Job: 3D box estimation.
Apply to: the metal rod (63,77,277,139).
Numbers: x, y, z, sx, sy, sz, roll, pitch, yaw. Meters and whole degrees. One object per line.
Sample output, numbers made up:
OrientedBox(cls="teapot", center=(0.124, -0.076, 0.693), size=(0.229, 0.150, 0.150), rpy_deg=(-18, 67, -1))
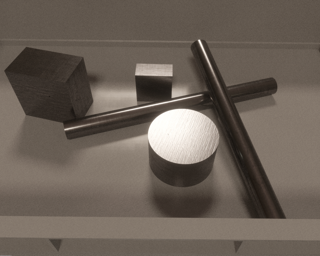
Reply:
OrientedBox(cls="metal rod", center=(0.022, -0.030, 0.430), size=(0.302, 0.025, 0.025), rpy_deg=(-13, 51, -11))

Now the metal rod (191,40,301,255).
OrientedBox(cls="metal rod", center=(0.092, 0.001, 0.383), size=(0.025, 0.025, 0.299), rpy_deg=(-10, 58, -9))

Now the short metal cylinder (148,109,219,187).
OrientedBox(cls="short metal cylinder", center=(0.027, 0.023, 0.370), size=(0.081, 0.050, 0.080), rpy_deg=(0, 50, 0))

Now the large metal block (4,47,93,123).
OrientedBox(cls="large metal block", center=(-0.143, -0.054, 0.413), size=(0.080, 0.080, 0.050), rpy_deg=(12, 51, 9))

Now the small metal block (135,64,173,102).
OrientedBox(cls="small metal block", center=(-0.008, -0.064, 0.442), size=(0.050, 0.050, 0.025), rpy_deg=(2, 50, 1))
